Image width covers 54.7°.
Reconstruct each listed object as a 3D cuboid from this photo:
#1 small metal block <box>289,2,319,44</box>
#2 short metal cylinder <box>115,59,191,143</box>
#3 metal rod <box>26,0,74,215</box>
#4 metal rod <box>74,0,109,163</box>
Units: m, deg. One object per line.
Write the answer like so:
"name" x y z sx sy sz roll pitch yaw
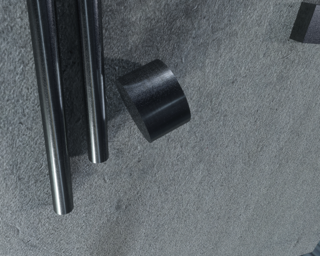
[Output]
"small metal block" 0.217 -0.146 0.435 0.050 0.025 0.050 -5 121 -26
"short metal cylinder" -0.008 -0.030 0.348 0.050 0.080 0.080 -29 128 -10
"metal rod" -0.114 -0.025 0.328 0.025 0.025 0.298 -9 123 -24
"metal rod" -0.070 -0.092 0.311 0.025 0.025 0.298 -11 123 -23
